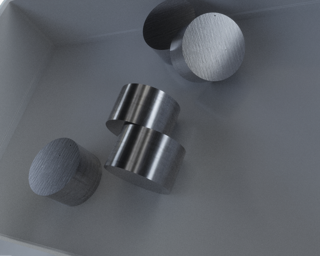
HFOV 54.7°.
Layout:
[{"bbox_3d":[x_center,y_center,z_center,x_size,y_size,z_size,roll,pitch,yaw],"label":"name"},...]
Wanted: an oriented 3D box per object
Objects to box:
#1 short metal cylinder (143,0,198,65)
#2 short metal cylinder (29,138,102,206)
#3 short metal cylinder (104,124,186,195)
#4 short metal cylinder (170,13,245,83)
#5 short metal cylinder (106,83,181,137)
[{"bbox_3d":[0.023,-0.138,0.451,0.080,0.050,0.080,-8,71,25],"label":"short metal cylinder"},{"bbox_3d":[-0.126,0.060,0.417,0.080,0.050,0.080,-13,56,20],"label":"short metal cylinder"},{"bbox_3d":[-0.017,0.037,0.355,0.080,0.080,0.050,10,67,32],"label":"short metal cylinder"},{"bbox_3d":[0.058,-0.098,0.390,0.080,0.080,0.050,-48,15,-6],"label":"short metal cylinder"},{"bbox_3d":[-0.020,-0.012,0.387,0.080,0.080,0.050,7,66,31],"label":"short metal cylinder"}]
